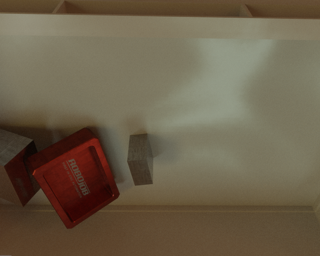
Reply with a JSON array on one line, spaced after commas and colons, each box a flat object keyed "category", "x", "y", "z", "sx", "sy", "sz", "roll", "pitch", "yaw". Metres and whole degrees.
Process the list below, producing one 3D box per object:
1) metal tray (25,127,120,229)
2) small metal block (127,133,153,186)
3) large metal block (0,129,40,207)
[{"category": "metal tray", "x": -0.116, "y": 0.073, "z": 0.435, "sx": 0.091, "sy": 0.030, "sz": 0.129, "roll": -31, "pitch": 134, "yaw": -22}, {"category": "small metal block", "x": -0.026, "y": 0.044, "z": 0.430, "sx": 0.025, "sy": 0.050, "sz": 0.050, "roll": -7, "pitch": 130, "yaw": 5}, {"category": "large metal block", "x": -0.208, "y": 0.050, "z": 0.414, "sx": 0.080, "sy": 0.050, "sz": 0.079, "roll": 16, "pitch": 133, "yaw": 17}]
